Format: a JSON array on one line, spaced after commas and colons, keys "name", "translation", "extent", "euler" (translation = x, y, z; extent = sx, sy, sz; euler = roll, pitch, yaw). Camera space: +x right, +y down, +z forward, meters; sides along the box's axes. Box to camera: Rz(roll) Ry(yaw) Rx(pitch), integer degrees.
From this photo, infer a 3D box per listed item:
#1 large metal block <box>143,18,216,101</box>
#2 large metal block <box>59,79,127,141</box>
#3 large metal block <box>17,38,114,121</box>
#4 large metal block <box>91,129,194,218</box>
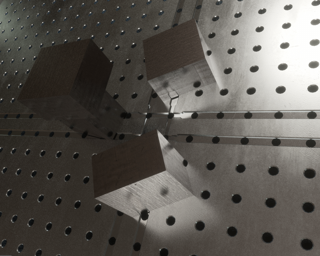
[{"name": "large metal block", "translation": [0.026, -0.095, 0.436], "extent": [0.080, 0.050, 0.080], "euler": [-19, 54, 17]}, {"name": "large metal block", "translation": [-0.110, -0.028, 0.446], "extent": [0.080, 0.080, 0.050], "euler": [11, 68, 32]}, {"name": "large metal block", "translation": [-0.114, -0.057, 0.383], "extent": [0.080, 0.050, 0.080], "euler": [-2, 61, 27]}, {"name": "large metal block", "translation": [-0.018, 0.054, 0.348], "extent": [0.080, 0.080, 0.050], "euler": [-23, 53, 14]}]
